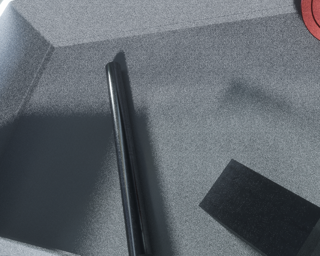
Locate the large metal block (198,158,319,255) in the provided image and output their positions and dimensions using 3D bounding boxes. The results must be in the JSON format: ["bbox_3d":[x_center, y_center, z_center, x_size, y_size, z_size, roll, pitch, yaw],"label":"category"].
[{"bbox_3d":[0.092,0.081,0.272,0.080,0.080,0.050,30,79,37],"label":"large metal block"}]

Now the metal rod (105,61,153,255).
[{"bbox_3d":[-0.048,0.020,0.417,0.025,0.025,0.299,-23,53,14],"label":"metal rod"}]

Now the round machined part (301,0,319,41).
[{"bbox_3d":[0.214,-0.144,0.348,0.098,0.097,0.042,1,22,28],"label":"round machined part"}]
